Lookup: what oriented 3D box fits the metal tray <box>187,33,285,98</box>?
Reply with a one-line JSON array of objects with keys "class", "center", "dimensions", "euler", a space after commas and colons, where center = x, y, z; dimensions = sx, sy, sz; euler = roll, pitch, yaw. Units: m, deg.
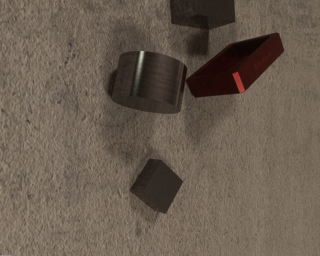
[{"class": "metal tray", "center": [0.112, -0.093, 0.458], "dimensions": [0.131, 0.090, 0.030], "euler": [-42, 116, -32]}]

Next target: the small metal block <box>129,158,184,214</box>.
[{"class": "small metal block", "center": [-0.003, 0.076, 0.404], "dimensions": [0.050, 0.025, 0.050], "euler": [47, 62, -30]}]

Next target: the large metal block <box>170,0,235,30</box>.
[{"class": "large metal block", "center": [0.060, -0.190, 0.441], "dimensions": [0.081, 0.050, 0.079], "euler": [-7, 95, -40]}]

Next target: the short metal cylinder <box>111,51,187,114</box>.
[{"class": "short metal cylinder", "center": [-0.012, -0.050, 0.361], "dimensions": [0.081, 0.080, 0.050], "euler": [16, 80, -39]}]
